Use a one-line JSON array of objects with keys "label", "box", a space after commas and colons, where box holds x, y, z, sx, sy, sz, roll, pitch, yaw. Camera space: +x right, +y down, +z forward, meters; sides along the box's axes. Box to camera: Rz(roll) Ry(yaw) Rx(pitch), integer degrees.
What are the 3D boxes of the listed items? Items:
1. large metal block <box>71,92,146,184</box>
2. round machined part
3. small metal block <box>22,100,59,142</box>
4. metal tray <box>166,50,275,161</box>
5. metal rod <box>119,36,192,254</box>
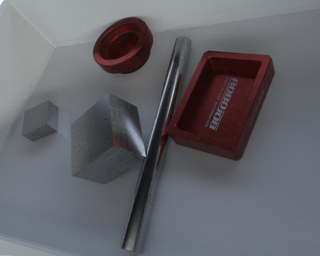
[{"label": "large metal block", "box": [-0.070, 0.015, 0.400, 0.080, 0.050, 0.080, -35, 49, 29]}, {"label": "round machined part", "box": [-0.055, -0.126, 0.499, 0.098, 0.042, 0.098, -13, 56, 20]}, {"label": "small metal block", "box": [-0.198, -0.012, 0.514, 0.050, 0.025, 0.050, -21, 54, 15]}, {"label": "metal tray", "box": [0.076, -0.033, 0.382, 0.090, 0.030, 0.130, 14, 69, 33]}, {"label": "metal rod", "box": [0.001, 0.003, 0.401, 0.025, 0.025, 0.300, 0, 62, 28]}]
